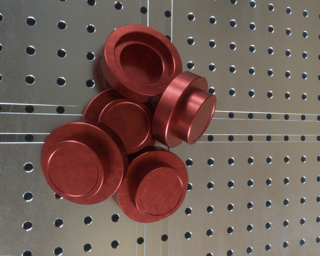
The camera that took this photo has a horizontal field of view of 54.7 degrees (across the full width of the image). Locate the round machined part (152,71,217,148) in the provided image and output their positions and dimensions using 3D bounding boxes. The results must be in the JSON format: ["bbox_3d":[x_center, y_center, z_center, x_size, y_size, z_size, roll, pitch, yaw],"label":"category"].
[{"bbox_3d":[0.036,-0.018,0.387,0.042,0.098,0.098,28,78,23],"label":"round machined part"}]

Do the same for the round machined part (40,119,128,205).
[{"bbox_3d":[-0.089,0.042,0.346,0.098,0.042,0.097,2,103,9],"label":"round machined part"}]

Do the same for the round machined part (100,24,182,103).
[{"bbox_3d":[-0.026,-0.075,0.383,0.099,0.042,0.098,10,65,-22],"label":"round machined part"}]

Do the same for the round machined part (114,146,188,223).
[{"bbox_3d":[-0.006,0.075,0.389,0.099,0.042,0.097,-6,104,-25],"label":"round machined part"}]

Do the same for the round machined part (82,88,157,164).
[{"bbox_3d":[-0.046,-0.003,0.386,0.099,0.042,0.097,0,90,-21],"label":"round machined part"}]
